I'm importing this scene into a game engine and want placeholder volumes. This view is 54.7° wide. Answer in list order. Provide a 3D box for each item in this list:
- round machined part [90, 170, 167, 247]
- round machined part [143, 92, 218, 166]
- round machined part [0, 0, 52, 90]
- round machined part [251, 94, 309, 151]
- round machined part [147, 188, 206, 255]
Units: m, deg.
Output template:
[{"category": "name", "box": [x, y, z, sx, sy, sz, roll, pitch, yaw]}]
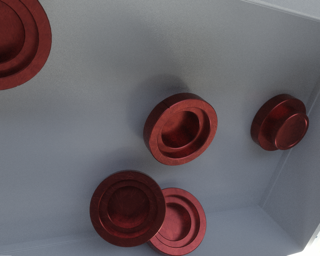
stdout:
[{"category": "round machined part", "box": [-0.042, 0.105, 0.419, 0.099, 0.042, 0.097, 0, 88, -5]}, {"category": "round machined part", "box": [0.023, -0.002, 0.409, 0.099, 0.042, 0.097, -14, 124, -21]}, {"category": "round machined part", "box": [-0.147, -0.085, 0.265, 0.099, 0.042, 0.097, -14, 124, -21]}, {"category": "round machined part", "box": [0.201, -0.003, 0.506, 0.099, 0.042, 0.097, -14, 124, -21]}, {"category": "round machined part", "box": [0.017, 0.144, 0.472, 0.099, 0.098, 0.042, -11, 158, -23]}]
